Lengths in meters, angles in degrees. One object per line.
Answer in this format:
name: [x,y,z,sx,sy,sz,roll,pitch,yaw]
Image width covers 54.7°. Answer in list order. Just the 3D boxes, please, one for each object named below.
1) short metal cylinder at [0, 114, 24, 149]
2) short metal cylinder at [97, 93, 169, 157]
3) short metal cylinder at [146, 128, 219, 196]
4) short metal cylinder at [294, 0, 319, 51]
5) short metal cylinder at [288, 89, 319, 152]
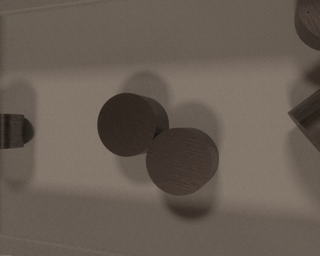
short metal cylinder: [-0.249,0.004,0.467,0.080,0.080,0.050,1,90,19]
short metal cylinder: [-0.034,-0.004,0.408,0.080,0.050,0.079,0,90,19]
short metal cylinder: [0.029,0.039,0.386,0.080,0.050,0.079,0,90,19]
short metal cylinder: [0.189,-0.127,0.331,0.080,0.050,0.079,0,90,19]
short metal cylinder: [0.179,-0.001,0.318,0.050,0.080,0.080,-40,78,15]
